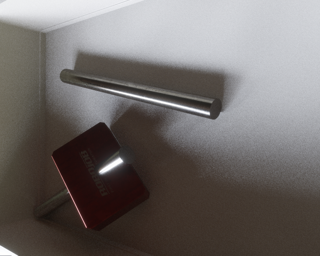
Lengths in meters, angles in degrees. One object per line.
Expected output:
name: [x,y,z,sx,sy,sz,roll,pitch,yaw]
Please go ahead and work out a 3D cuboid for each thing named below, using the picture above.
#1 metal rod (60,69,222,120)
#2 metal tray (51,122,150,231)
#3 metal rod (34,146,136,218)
metal rod: [-0.050,-0.056,0.445,0.300,0.025,0.025,17,101,38]
metal tray: [-0.086,0.066,0.441,0.090,0.030,0.130,-33,64,-5]
metal rod: [-0.134,0.097,0.492,0.299,0.025,0.025,-34,69,41]
